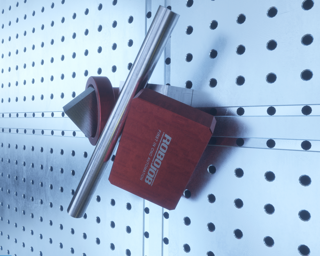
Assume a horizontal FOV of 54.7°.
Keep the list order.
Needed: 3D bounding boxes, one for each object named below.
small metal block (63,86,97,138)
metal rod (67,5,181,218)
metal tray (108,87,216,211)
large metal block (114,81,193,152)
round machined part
[{"bbox_3d":[-0.099,-0.023,0.436,0.050,0.050,0.025,-39,30,-5],"label":"small metal block"},{"bbox_3d":[-0.054,-0.004,0.387,0.025,0.025,0.298,42,115,32],"label":"metal rod"},{"bbox_3d":[-0.001,0.028,0.362,0.090,0.030,0.129,24,123,5],"label":"metal tray"},{"bbox_3d":[-0.010,-0.016,0.399,0.080,0.050,0.079,12,97,39],"label":"large metal block"},{"bbox_3d":[-0.077,-0.024,0.442,0.098,0.042,0.097,177,90,-65],"label":"round machined part"}]
